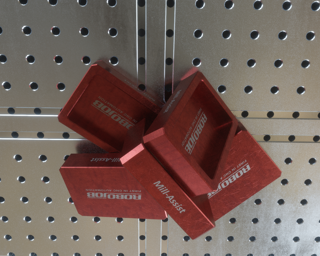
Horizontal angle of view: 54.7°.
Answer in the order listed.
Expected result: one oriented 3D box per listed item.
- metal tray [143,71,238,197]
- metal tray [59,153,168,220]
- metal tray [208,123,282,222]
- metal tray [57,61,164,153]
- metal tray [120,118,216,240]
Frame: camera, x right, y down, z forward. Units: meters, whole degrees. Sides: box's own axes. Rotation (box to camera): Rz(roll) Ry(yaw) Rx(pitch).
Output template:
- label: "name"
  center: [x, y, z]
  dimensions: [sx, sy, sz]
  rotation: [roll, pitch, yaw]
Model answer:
- label: "metal tray"
  center: [0.043, 0.002, 0.359]
  dimensions: [0.030, 0.130, 0.090]
  rotation: [-27, 111, 39]
- label: "metal tray"
  center: [-0.057, 0.078, 0.413]
  dimensions: [0.130, 0.030, 0.089]
  rotation: [-2, 122, 16]
- label: "metal tray"
  center: [0.089, 0.066, 0.435]
  dimensions: [0.130, 0.030, 0.090]
  rotation: [-39, 106, 13]
- label: "metal tray"
  center: [-0.052, -0.014, 0.405]
  dimensions: [0.130, 0.030, 0.090]
  rotation: [34, 106, -12]
- label: "metal tray"
  center: [0.010, 0.057, 0.367]
  dimensions: [0.030, 0.090, 0.130]
  rotation: [-37, 107, 12]
